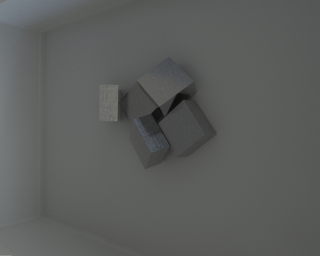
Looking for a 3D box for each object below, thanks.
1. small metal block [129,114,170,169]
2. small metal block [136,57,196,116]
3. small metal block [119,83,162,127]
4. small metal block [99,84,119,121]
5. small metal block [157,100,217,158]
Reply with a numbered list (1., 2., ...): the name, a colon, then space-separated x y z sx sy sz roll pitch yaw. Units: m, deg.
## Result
1. small metal block: -0.015 0.018 0.400 0.050 0.025 0.050 60 155 22
2. small metal block: 0.008 -0.051 0.381 0.050 0.025 0.050 -37 62 -5
3. small metal block: -0.023 -0.031 0.421 0.050 0.025 0.050 -45 64 30
4. small metal block: -0.072 -0.034 0.444 0.050 0.025 0.050 -177 88 -83
5. small metal block: 0.032 0.001 0.377 0.050 0.025 0.050 -43 64 31
